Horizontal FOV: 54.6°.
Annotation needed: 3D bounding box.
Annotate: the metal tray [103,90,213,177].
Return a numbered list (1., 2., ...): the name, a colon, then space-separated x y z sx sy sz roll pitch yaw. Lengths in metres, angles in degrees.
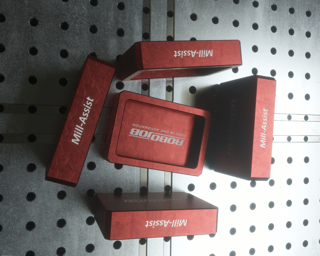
1. metal tray: -0.001 0.009 0.408 0.131 0.030 0.090 12 86 -20

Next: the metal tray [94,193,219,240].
1. metal tray: -0.008 0.102 0.375 0.131 0.090 0.030 4 89 -20

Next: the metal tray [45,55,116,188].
1. metal tray: -0.091 -0.007 0.344 0.030 0.090 0.130 19 83 -19

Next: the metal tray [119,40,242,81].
1. metal tray: 0.023 -0.083 0.385 0.131 0.090 0.030 -7 93 -20

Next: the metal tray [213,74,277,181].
1. metal tray: 0.111 0.000 0.418 0.030 0.090 0.129 5 88 -20
